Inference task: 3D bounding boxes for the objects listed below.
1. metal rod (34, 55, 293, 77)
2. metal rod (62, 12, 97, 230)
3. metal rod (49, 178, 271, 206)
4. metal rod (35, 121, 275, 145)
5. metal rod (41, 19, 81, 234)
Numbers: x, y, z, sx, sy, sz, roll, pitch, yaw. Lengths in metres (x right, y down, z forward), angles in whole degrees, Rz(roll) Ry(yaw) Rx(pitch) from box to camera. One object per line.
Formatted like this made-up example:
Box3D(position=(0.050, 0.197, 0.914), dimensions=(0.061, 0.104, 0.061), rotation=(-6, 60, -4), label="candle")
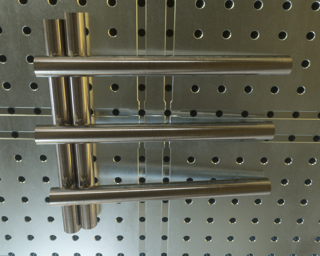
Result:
Box3D(position=(0.009, -0.074, 0.371), dimensions=(0.302, 0.025, 0.025), rotation=(-1, 110, -7), label="metal rod")
Box3D(position=(-0.104, 0.005, 0.413), dimensions=(0.025, 0.025, 0.298), rotation=(1, 110, -1), label="metal rod")
Box3D(position=(0.005, 0.088, 0.430), dimensions=(0.302, 0.025, 0.025), rotation=(-1, 110, -7), label="metal rod")
Box3D(position=(-0.001, 0.006, 0.399), dimensions=(0.302, 0.025, 0.025), rotation=(-1, 110, -7), label="metal rod")
Box3D(position=(-0.129, 0.012, 0.415), dimensions=(0.025, 0.025, 0.298), rotation=(1, 110, -1), label="metal rod")
